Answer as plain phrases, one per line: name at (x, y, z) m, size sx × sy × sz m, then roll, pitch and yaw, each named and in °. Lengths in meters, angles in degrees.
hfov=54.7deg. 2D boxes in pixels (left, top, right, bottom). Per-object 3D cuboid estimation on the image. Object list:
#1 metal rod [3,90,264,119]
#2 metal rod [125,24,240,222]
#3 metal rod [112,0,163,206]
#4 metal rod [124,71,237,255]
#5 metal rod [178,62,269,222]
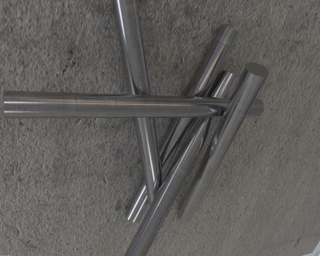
metal rod at (-0.003, -0.024, 0.341) m, size 0.303 × 0.025 × 0.025 m, roll -1°, pitch 119°, yaw -29°
metal rod at (0.023, 0.006, 0.422) m, size 0.025 × 0.025 × 0.298 m, roll 15°, pitch 111°, yaw -34°
metal rod at (-0.018, -0.007, 0.373) m, size 0.025 × 0.025 × 0.298 m, roll -18°, pitch 120°, yaw -18°
metal rod at (0.022, 0.061, 0.402) m, size 0.025 × 0.025 × 0.299 m, roll 32°, pitch 84°, yaw -38°
metal rod at (0.070, 0.044, 0.419) m, size 0.025 × 0.025 × 0.298 m, roll -9°, pitch 139°, yaw -24°
